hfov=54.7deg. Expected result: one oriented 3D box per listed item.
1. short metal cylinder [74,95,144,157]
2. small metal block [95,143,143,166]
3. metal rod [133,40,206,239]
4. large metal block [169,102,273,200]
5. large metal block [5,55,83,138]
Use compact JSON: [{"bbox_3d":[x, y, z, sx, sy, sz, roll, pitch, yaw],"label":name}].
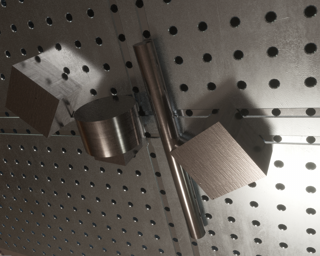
[{"bbox_3d":[-0.066,-0.004,0.406,0.080,0.080,0.050,3,120,26],"label":"short metal cylinder"},{"bbox_3d":[-0.060,0.025,0.441,0.050,0.050,0.025,8,122,24],"label":"small metal block"},{"bbox_3d":[0.019,0.032,0.419,0.025,0.025,0.298,-2,118,29],"label":"metal rod"},{"bbox_3d":[0.074,0.029,0.374,0.080,0.050,0.080,48,128,-6],"label":"large metal block"},{"bbox_3d":[-0.171,-0.046,0.455,0.080,0.050,0.079,36,129,3],"label":"large metal block"}]
